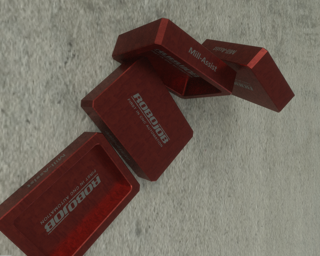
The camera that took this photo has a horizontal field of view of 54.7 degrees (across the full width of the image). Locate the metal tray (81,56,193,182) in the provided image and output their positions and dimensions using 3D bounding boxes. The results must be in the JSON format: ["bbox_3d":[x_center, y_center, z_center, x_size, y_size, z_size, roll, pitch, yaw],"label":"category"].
[{"bbox_3d":[-0.021,-0.010,0.378,0.090,0.030,0.130,-48,121,-24],"label":"metal tray"}]

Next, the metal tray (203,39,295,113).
[{"bbox_3d":[0.113,-0.076,0.432,0.030,0.130,0.090,-48,122,-2],"label":"metal tray"}]

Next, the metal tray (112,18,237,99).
[{"bbox_3d":[0.019,-0.077,0.380,0.131,0.090,0.030,25,75,-38],"label":"metal tray"}]

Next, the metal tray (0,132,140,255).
[{"bbox_3d":[-0.091,0.077,0.326,0.131,0.030,0.090,-46,118,-30],"label":"metal tray"}]
